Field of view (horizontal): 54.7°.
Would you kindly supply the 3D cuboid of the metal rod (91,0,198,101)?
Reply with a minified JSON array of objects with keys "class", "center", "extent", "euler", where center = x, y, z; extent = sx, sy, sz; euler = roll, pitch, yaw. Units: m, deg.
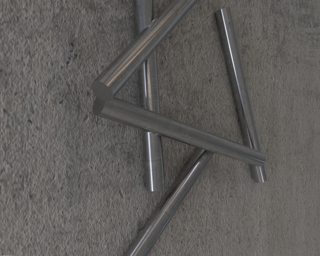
[{"class":"metal rod","center":[0.012,-0.138,0.385],"extent":[0.025,0.025,0.301],"euler":[54,50,-26]}]

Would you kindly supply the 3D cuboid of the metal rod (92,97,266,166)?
[{"class":"metal rod","center":[0.049,0.013,0.411],"extent":[0.302,0.025,0.025],"euler":[19,78,-38]}]

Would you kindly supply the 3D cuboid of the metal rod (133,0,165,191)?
[{"class":"metal rod","center":[-0.015,-0.070,0.391],"extent":[0.025,0.025,0.298],"euler":[-6,94,-40]}]

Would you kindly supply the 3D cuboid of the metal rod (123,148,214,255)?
[{"class":"metal rod","center":[-0.005,0.126,0.400],"extent":[0.301,0.025,0.025],"euler":[-51,120,-28]}]

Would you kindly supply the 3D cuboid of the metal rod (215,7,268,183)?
[{"class":"metal rod","center":[0.139,-0.047,0.521],"extent":[0.025,0.025,0.298],"euler":[-27,107,-37]}]
